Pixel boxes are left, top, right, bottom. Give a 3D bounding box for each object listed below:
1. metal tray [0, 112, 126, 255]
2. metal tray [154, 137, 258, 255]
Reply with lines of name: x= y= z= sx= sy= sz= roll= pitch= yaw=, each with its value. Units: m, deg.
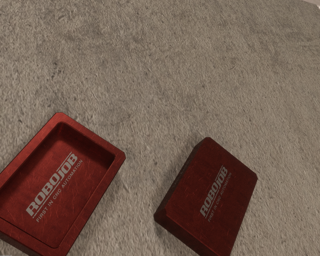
metal tray: x=-0.104 y=0.056 z=0.311 sx=0.090 sy=0.030 sz=0.130 roll=34 pitch=51 yaw=-6
metal tray: x=0.062 y=0.084 z=0.385 sx=0.090 sy=0.030 sz=0.130 roll=39 pitch=51 yaw=-3
